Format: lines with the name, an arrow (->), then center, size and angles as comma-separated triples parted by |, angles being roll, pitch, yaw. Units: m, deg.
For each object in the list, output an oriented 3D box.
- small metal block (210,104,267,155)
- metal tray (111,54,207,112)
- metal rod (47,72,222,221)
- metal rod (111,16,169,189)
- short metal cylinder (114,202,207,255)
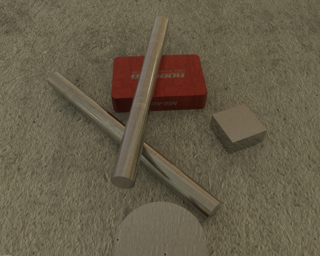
small metal block -> 0.101, 0.001, 0.403 | 0.050, 0.025, 0.050 | -18, 53, -15
metal tray -> -0.003, -0.068, 0.457 | 0.131, 0.030, 0.090 | -2, 50, -2
metal rod -> -0.049, 0.008, 0.395 | 0.300, 0.025, 0.025 | 37, 59, 27
metal rod -> -0.018, -0.058, 0.411 | 0.025, 0.025, 0.300 | 6, 50, 5
short metal cylinder -> 0.001, 0.117, 0.289 | 0.081, 0.050, 0.080 | 0, 50, 0
